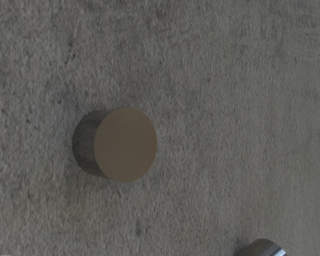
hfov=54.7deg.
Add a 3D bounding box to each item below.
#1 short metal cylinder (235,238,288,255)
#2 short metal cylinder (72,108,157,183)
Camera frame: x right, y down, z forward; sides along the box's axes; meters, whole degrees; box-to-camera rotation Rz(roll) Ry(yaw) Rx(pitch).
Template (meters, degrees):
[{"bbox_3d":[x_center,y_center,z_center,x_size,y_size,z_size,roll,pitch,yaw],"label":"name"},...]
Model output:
[{"bbox_3d":[0.170,0.233,0.516,0.050,0.080,0.079,-15,100,-39],"label":"short metal cylinder"},{"bbox_3d":[-0.050,0.018,0.348,0.081,0.050,0.079,0,90,-40],"label":"short metal cylinder"}]
